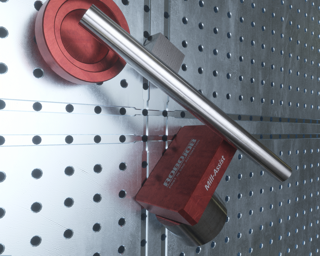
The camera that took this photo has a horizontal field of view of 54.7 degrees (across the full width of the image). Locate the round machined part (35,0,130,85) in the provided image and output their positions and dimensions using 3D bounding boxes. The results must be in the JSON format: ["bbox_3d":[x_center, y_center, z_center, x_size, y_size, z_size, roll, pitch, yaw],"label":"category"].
[{"bbox_3d":[-0.083,-0.095,0.329,0.099,0.042,0.097,0,90,-40],"label":"round machined part"}]

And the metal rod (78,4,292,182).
[{"bbox_3d":[0.043,-0.025,0.347,0.301,0.025,0.025,36,67,-19],"label":"metal rod"}]

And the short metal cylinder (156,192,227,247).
[{"bbox_3d":[0.041,0.107,0.410,0.050,0.080,0.080,51,60,-28],"label":"short metal cylinder"}]

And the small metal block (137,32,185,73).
[{"bbox_3d":[0.000,-0.089,0.411,0.050,0.025,0.050,34,69,-35],"label":"small metal block"}]

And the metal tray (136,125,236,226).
[{"bbox_3d":[0.037,0.053,0.398,0.030,0.090,0.130,49,61,-27],"label":"metal tray"}]
